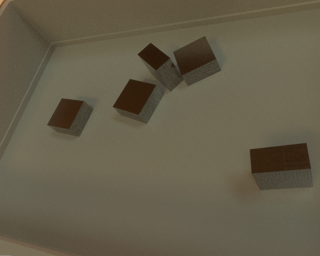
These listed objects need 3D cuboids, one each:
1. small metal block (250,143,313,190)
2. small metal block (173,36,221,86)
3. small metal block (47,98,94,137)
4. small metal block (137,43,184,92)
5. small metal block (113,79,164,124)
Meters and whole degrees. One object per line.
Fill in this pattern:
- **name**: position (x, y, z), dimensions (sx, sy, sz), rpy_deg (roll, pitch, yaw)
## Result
- **small metal block**: position (0.119, 0.039, 0.303), dimensions (0.050, 0.050, 0.025), rpy_deg (-9, 58, 23)
- **small metal block**: position (0.051, -0.094, 0.436), dimensions (0.050, 0.025, 0.050), rpy_deg (-24, 53, 13)
- **small metal block**: position (-0.141, -0.017, 0.488), dimensions (0.050, 0.025, 0.050), rpy_deg (9, 66, 31)
- **small metal block**: position (0.001, -0.086, 0.441), dimensions (0.025, 0.050, 0.050), rpy_deg (-42, 51, -1)
- **small metal block**: position (-0.031, -0.039, 0.445), dimensions (0.050, 0.025, 0.050), rpy_deg (18, 71, 34)
